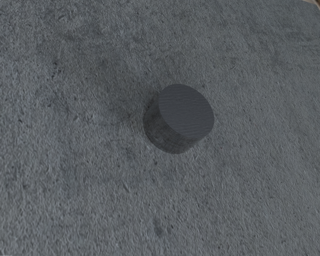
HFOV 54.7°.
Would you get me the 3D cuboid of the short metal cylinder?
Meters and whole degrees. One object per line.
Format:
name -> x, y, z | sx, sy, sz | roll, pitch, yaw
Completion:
short metal cylinder -> 0.024, -0.011, 0.411 | 0.081, 0.050, 0.080 | 14, 56, -21
